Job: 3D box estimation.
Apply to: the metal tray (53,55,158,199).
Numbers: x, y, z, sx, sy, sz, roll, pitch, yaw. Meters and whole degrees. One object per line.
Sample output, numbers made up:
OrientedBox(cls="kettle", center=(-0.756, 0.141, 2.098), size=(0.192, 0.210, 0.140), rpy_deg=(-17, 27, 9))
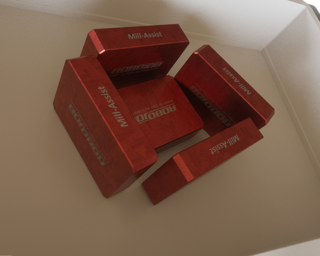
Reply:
OrientedBox(cls="metal tray", center=(-0.064, 0.001, 0.327), size=(0.030, 0.090, 0.130), rpy_deg=(-23, 75, -37))

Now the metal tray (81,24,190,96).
OrientedBox(cls="metal tray", center=(-0.036, -0.087, 0.396), size=(0.131, 0.090, 0.030), rpy_deg=(-17, 71, -35))

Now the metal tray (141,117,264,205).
OrientedBox(cls="metal tray", center=(0.051, 0.038, 0.367), size=(0.131, 0.090, 0.030), rpy_deg=(-23, 74, -36))

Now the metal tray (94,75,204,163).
OrientedBox(cls="metal tray", center=(-0.016, -0.013, 0.400), size=(0.131, 0.030, 0.090), rpy_deg=(-22, 74, -36))

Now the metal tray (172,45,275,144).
OrientedBox(cls="metal tray", center=(0.080, -0.039, 0.431), size=(0.130, 0.090, 0.030), rpy_deg=(45, 52, 3))
